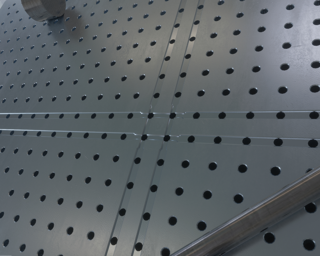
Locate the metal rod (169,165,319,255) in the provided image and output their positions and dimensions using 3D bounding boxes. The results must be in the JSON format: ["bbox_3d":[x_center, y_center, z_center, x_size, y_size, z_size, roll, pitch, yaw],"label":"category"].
[{"bbox_3d":[0.065,0.108,0.307,0.300,0.025,0.025,-33,52,6],"label":"metal rod"}]

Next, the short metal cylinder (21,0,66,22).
[{"bbox_3d":[-0.254,-0.279,0.677,0.050,0.080,0.080,-6,59,25],"label":"short metal cylinder"}]
